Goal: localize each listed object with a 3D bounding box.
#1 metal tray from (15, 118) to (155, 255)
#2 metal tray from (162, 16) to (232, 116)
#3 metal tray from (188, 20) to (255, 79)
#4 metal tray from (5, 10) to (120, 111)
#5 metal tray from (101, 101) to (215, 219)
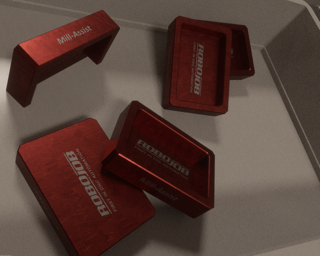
[{"bbox_3d":[-0.077,0.061,0.324,0.091,0.030,0.130,-27,76,-37],"label":"metal tray"},{"bbox_3d":[0.055,-0.087,0.449,0.091,0.030,0.129,7,82,-18],"label":"metal tray"},{"bbox_3d":[0.095,-0.127,0.513,0.131,0.030,0.089,-6,86,-31],"label":"metal tray"},{"bbox_3d":[-0.114,-0.082,0.370,0.030,0.090,0.131,47,49,-1],"label":"metal tray"},{"bbox_3d":[0.006,0.036,0.360,0.130,0.030,0.090,33,38,-18],"label":"metal tray"}]
